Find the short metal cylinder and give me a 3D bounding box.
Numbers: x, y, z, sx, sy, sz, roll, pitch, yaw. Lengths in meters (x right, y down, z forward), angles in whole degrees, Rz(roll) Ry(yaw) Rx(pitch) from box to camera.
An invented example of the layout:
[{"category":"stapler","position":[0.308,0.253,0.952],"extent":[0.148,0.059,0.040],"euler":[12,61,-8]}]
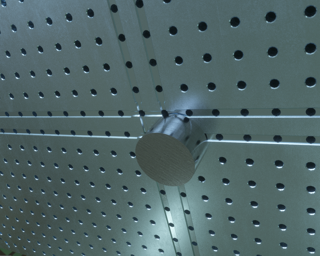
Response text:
[{"category":"short metal cylinder","position":[0.015,0.029,0.403],"extent":[0.080,0.050,0.079],"euler":[13,124,20]}]
